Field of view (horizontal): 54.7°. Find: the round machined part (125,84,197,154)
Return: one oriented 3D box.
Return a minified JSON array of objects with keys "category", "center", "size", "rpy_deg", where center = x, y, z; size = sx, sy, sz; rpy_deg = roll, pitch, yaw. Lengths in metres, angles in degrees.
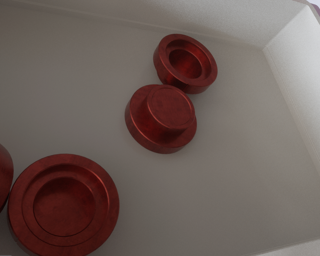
[{"category":"round machined part","center":[0.007,-0.019,0.409],"size":[0.099,0.042,0.098],"rpy_deg":[14,56,-21]}]

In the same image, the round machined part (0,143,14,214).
[{"category":"round machined part","center":[-0.167,0.051,0.254],"size":[0.098,0.042,0.098],"rpy_deg":[-5,55,8]}]

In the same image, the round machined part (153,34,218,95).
[{"category":"round machined part","center":[0.034,-0.091,0.468],"size":[0.099,0.042,0.098],"rpy_deg":[14,56,-21]}]

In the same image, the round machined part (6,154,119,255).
[{"category":"round machined part","center":[-0.093,0.078,0.297],"size":[0.099,0.042,0.098],"rpy_deg":[14,56,-21]}]
